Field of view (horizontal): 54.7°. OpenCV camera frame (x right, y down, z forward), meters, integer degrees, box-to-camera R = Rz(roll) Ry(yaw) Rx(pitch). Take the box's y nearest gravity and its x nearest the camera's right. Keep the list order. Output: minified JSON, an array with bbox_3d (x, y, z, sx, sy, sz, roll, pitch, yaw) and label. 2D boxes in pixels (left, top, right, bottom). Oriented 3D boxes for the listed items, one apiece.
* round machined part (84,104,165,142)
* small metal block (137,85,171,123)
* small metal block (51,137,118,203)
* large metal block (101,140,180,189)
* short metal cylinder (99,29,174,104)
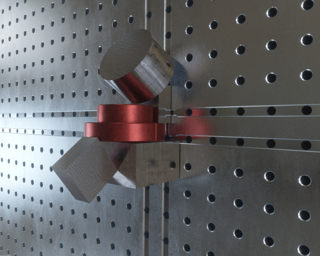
[{"bbox_3d":[-0.043,-0.007,0.381,0.098,0.099,0.042,1,91,39],"label":"round machined part"},{"bbox_3d":[-0.013,-0.032,0.417,0.050,0.025,0.050,1,91,39],"label":"small metal block"},{"bbox_3d":[-0.081,0.045,0.339,0.025,0.050,0.050,2,129,39],"label":"small metal block"},{"bbox_3d":[-0.031,0.041,0.396,0.080,0.081,0.050,1,91,39],"label":"large metal block"},{"bbox_3d":[-0.029,-0.078,0.393,0.080,0.050,0.080,-21,49,26],"label":"short metal cylinder"}]
